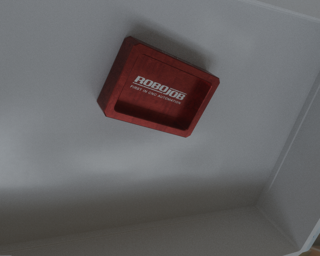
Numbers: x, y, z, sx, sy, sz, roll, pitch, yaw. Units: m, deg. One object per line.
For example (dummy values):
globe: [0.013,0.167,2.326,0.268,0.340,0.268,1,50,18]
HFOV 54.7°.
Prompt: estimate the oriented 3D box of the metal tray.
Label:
metal tray: [0.001,-0.045,0.379,0.131,0.030,0.089,15,110,-35]
